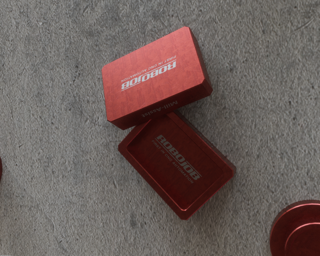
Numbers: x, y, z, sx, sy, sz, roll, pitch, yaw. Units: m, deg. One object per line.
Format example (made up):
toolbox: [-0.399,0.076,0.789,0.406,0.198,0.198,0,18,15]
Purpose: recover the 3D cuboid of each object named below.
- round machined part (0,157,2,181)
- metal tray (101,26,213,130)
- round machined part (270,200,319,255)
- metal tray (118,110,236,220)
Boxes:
round machined part: [-0.314,0.067,0.508,0.098,0.042,0.097,0,90,19]
metal tray: [-0.008,-0.061,0.391,0.130,0.030,0.090,-21,61,18]
round machined part: [0.172,0.132,0.339,0.098,0.042,0.097,0,90,19]
metal tray: [0.020,0.039,0.398,0.130,0.030,0.090,46,104,14]
